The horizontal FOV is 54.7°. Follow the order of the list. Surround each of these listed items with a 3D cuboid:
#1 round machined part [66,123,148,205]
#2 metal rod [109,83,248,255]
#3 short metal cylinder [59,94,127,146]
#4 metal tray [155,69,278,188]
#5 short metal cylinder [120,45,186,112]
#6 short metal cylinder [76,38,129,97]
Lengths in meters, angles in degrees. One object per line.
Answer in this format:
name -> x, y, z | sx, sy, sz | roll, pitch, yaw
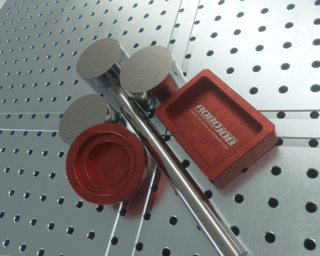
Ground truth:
round machined part -> -0.063, 0.046, 0.389 | 0.098, 0.042, 0.098 | -2, 78, 9
metal rod -> 0.003, 0.033, 0.387 | 0.025, 0.025, 0.300 | -39, 51, 2
short metal cylinder -> -0.096, -0.001, 0.443 | 0.080, 0.050, 0.080 | -13, 56, 21
metal tray -> 0.063, -0.005, 0.374 | 0.090, 0.030, 0.130 | -40, 51, 2
short metal cylinder -> -0.009, -0.069, 0.439 | 0.080, 0.050, 0.080 | -13, 56, 21
short metal cylinder -> -0.085, -0.097, 0.497 | 0.080, 0.050, 0.080 | -13, 56, 21
